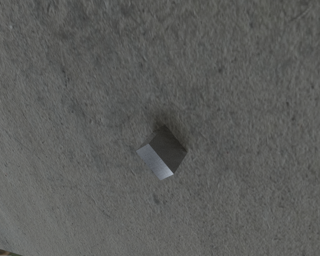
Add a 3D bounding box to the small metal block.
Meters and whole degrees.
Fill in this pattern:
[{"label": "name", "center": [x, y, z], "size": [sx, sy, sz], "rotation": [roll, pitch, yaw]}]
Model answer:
[{"label": "small metal block", "center": [0.004, 0.031, 0.407], "size": [0.025, 0.050, 0.050], "rotation": [-32, 101, 38]}]
